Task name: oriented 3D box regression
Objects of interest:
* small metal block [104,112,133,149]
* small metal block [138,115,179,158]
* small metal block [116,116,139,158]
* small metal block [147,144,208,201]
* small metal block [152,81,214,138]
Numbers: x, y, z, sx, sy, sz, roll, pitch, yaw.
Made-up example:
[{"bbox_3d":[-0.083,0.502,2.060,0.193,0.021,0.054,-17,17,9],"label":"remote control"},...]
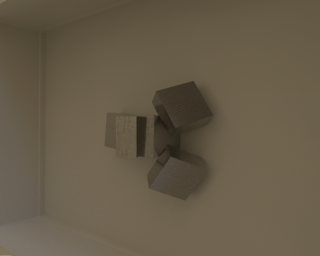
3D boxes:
[{"bbox_3d":[-0.052,0.005,0.444,0.050,0.025,0.050,9,95,39],"label":"small metal block"},{"bbox_3d":[-0.001,0.010,0.387,0.025,0.050,0.050,1,91,40],"label":"small metal block"},{"bbox_3d":[-0.036,0.009,0.393,0.025,0.050,0.050,1,94,8],"label":"small metal block"},{"bbox_3d":[0.020,0.053,0.367,0.050,0.050,0.025,-58,22,23],"label":"small metal block"},{"bbox_3d":[0.026,-0.023,0.362,0.050,0.050,0.025,64,157,20],"label":"small metal block"}]
